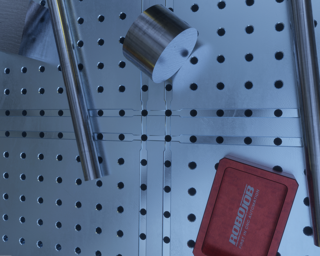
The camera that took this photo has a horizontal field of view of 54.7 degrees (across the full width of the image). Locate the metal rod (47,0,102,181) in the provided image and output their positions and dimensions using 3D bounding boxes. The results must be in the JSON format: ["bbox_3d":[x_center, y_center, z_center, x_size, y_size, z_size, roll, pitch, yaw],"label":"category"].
[{"bbox_3d":[-0.129,-0.071,0.456,0.025,0.025,0.298,-15,85,19],"label":"metal rod"}]

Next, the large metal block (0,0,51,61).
[{"bbox_3d":[-0.221,-0.154,0.475,0.080,0.050,0.079,15,95,19],"label":"large metal block"}]

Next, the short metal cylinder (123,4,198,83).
[{"bbox_3d":[0.001,-0.103,0.382,0.050,0.080,0.080,42,103,15],"label":"short metal cylinder"}]

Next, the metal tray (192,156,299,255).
[{"bbox_3d":[0.101,0.108,0.373,0.090,0.030,0.129,17,95,18],"label":"metal tray"}]

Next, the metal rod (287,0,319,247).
[{"bbox_3d":[0.172,-0.018,0.351,0.025,0.025,0.298,-6,88,19],"label":"metal rod"}]
